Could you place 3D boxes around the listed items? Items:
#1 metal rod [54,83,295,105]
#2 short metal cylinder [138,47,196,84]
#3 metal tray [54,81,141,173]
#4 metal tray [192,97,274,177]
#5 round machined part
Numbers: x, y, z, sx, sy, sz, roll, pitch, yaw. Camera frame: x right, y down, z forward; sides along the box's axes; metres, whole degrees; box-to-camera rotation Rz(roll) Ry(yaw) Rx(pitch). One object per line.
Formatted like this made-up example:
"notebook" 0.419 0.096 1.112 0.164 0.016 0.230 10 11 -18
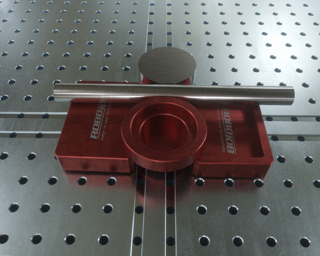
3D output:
"metal rod" 0.018 -0.044 0.400 0.302 0.025 0.025 1 50 0
"short metal cylinder" 0.010 -0.073 0.447 0.081 0.050 0.080 0 50 0
"metal tray" -0.073 -0.007 0.403 0.091 0.030 0.130 2 50 2
"metal tray" 0.085 0.000 0.400 0.091 0.030 0.130 1 50 0
"round machined part" 0.005 0.011 0.370 0.099 0.042 0.098 0 50 0
